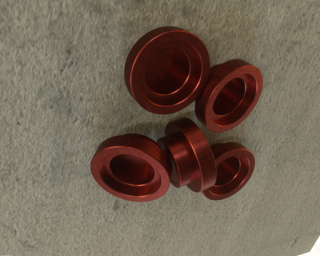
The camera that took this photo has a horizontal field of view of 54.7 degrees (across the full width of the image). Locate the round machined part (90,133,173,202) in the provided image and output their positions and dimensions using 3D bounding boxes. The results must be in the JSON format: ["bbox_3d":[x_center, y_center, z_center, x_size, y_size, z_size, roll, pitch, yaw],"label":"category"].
[{"bbox_3d":[-0.032,0.045,0.387,0.098,0.042,0.097,7,130,8],"label":"round machined part"}]

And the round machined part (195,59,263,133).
[{"bbox_3d":[0.085,-0.045,0.409,0.099,0.042,0.097,-22,134,-25],"label":"round machined part"}]

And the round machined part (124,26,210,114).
[{"bbox_3d":[0.005,-0.068,0.358,0.099,0.042,0.097,-14,124,-21],"label":"round machined part"}]

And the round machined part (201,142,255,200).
[{"bbox_3d":[0.097,0.063,0.490,0.099,0.042,0.097,-14,125,-21],"label":"round machined part"}]

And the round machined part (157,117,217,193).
[{"bbox_3d":[0.028,0.039,0.401,0.042,0.098,0.097,-21,127,-17],"label":"round machined part"}]
